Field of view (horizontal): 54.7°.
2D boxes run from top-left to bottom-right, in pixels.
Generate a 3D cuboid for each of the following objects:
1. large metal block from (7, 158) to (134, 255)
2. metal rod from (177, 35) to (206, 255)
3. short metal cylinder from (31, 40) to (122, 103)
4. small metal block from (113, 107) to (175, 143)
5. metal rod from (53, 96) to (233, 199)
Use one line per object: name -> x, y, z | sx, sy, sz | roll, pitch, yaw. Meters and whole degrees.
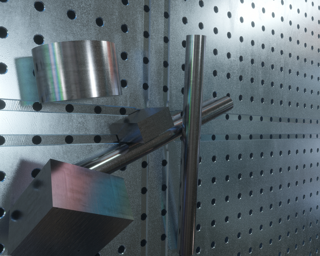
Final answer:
large metal block -> -0.086, 0.083, 0.295 | 0.080, 0.080, 0.050 | 24, 30, -38
metal rod -> 0.041, 0.030, 0.417 | 0.025, 0.025, 0.298 | -7, 103, -40
short metal cylinder -> -0.081, -0.053, 0.307 | 0.081, 0.080, 0.050 | -11, 98, -40
small metal block -> -0.020, -0.004, 0.378 | 0.050, 0.050, 0.025 | -30, 109, -36
metal rod -> 0.000, 0.012, 0.411 | 0.302, 0.025, 0.025 | -26, 107, -37
